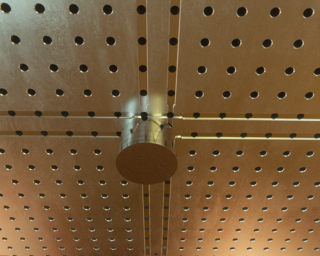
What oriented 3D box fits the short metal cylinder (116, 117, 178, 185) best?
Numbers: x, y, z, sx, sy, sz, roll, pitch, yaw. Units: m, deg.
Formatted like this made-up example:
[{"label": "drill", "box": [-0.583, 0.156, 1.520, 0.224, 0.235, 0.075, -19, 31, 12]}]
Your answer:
[{"label": "short metal cylinder", "box": [-0.017, 0.032, 0.422, 0.080, 0.050, 0.080, 0, 130, 0]}]
